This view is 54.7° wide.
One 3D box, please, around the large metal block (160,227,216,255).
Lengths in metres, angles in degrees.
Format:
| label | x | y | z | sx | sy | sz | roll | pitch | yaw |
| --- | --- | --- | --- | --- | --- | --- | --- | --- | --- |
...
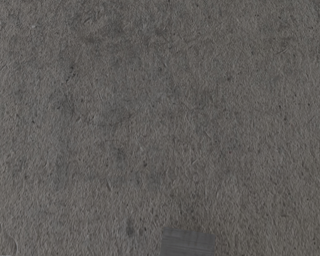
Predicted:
| label | x | y | z | sx | sy | sz | roll | pitch | yaw |
| --- | --- | --- | --- | --- | --- | --- | --- | --- | --- |
| large metal block | 0.023 | 0.150 | 0.324 | 0.050 | 0.080 | 0.080 | 8 | 70 | 3 |
